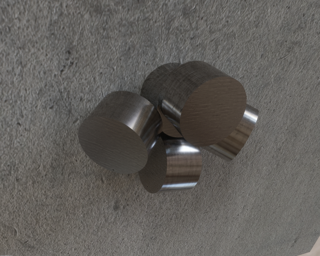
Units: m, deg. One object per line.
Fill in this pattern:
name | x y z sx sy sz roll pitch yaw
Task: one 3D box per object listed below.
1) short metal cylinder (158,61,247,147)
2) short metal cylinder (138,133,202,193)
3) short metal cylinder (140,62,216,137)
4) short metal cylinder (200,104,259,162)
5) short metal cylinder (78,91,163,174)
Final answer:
short metal cylinder | 0.045 -0.027 0.336 0.081 0.050 0.079 -14 125 -21
short metal cylinder | 0.010 0.043 0.405 0.050 0.080 0.079 2 118 -30
short metal cylinder | 0.022 -0.035 0.384 0.081 0.050 0.079 -14 125 -21
short metal cylinder | 0.087 -0.002 0.414 0.050 0.080 0.080 29 106 2
short metal cylinder | -0.043 0.005 0.347 0.080 0.050 0.079 12 131 14
